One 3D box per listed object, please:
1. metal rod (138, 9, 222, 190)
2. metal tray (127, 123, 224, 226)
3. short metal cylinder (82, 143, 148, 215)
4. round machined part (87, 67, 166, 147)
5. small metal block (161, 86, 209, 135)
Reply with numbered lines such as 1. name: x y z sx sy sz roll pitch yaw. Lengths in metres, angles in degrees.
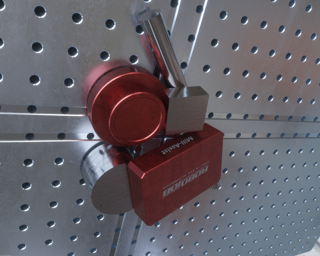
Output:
1. metal rod: 0.039 -0.014 0.420 0.025 0.025 0.299 -32 129 -8
2. metal tray: 0.025 0.058 0.403 0.131 0.030 0.089 -25 129 -29
3. short metal cylinder: -0.055 0.064 0.399 0.081 0.050 0.079 -14 124 -21
4. round machined part: -0.032 -0.019 0.365 0.099 0.042 0.097 -13 124 -20
5. small metal block: 0.028 -0.022 0.378 0.050 0.025 0.050 -7 124 -19
